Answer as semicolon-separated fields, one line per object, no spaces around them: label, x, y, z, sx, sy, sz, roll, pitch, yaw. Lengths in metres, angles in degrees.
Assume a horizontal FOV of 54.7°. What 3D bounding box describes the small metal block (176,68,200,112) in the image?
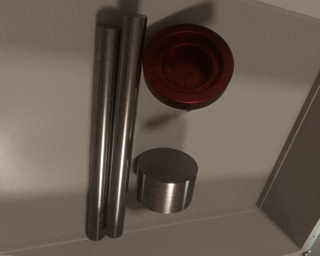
small metal block;0.046;-0.057;0.401;0.050;0.025;0.050;-28;129;-11

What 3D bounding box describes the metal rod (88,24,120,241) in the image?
metal rod;-0.072;0.026;0.386;0.025;0.025;0.298;-6;121;-26

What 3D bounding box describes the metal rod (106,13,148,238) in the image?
metal rod;-0.045;0.019;0.375;0.025;0.025;0.298;-6;121;-26

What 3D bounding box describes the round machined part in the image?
round machined part;0.030;-0.065;0.352;0.099;0.098;0.042;-29;164;-10

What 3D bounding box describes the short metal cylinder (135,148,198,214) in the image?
short metal cylinder;0.008;0.069;0.422;0.081;0.080;0.050;-8;122;-25
